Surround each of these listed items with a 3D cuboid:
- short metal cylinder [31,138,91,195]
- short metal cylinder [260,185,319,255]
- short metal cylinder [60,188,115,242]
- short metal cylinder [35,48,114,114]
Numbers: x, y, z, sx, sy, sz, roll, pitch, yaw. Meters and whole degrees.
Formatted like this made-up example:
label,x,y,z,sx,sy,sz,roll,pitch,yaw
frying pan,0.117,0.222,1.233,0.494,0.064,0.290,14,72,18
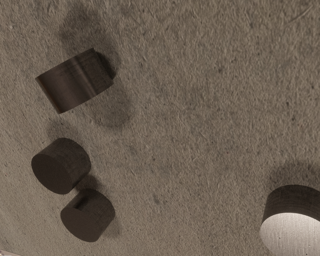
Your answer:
label,x,y,z,sx,sy,sz,roll,pitch,yaw
short metal cylinder,-0.163,0.063,0.513,0.080,0.050,0.079,13,124,20
short metal cylinder,0.167,0.116,0.374,0.080,0.050,0.079,13,124,20
short metal cylinder,-0.128,0.155,0.552,0.080,0.050,0.079,13,124,20
short metal cylinder,-0.106,-0.059,0.389,0.080,0.080,0.050,-17,110,34
